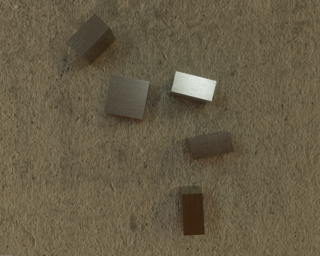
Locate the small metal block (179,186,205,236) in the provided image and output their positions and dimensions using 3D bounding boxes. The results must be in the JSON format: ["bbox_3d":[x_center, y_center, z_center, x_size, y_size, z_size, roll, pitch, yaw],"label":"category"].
[{"bbox_3d":[0.040,0.104,0.398,0.025,0.050,0.050,-2,90,0],"label":"small metal block"}]

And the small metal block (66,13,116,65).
[{"bbox_3d":[-0.087,-0.111,0.397,0.025,0.050,0.050,44,90,0],"label":"small metal block"}]

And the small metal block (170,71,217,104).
[{"bbox_3d":[0.041,-0.051,0.398,0.050,0.050,0.025,14,90,0],"label":"small metal block"}]

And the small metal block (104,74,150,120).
[{"bbox_3d":[-0.043,-0.040,0.409,0.050,0.025,0.050,11,90,0],"label":"small metal block"}]

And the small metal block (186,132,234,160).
[{"bbox_3d":[0.062,0.021,0.398,0.050,0.050,0.025,-11,90,0],"label":"small metal block"}]
